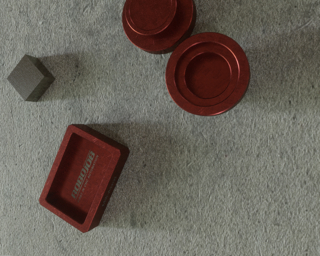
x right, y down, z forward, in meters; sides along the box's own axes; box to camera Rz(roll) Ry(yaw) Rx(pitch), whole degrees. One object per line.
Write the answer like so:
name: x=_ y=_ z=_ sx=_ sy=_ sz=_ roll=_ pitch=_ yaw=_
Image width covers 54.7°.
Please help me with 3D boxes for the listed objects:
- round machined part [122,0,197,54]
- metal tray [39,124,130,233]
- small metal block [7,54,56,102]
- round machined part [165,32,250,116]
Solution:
round machined part: x=-0.005 y=-0.148 z=0.401 sx=0.098 sy=0.042 sz=0.097 roll=0 pitch=90 yaw=19
metal tray: x=-0.109 y=0.070 z=0.443 sx=0.090 sy=0.030 sz=0.129 roll=26 pitch=98 yaw=17
small metal block: x=-0.199 y=-0.076 z=0.477 sx=0.050 sy=0.025 sz=0.050 roll=-46 pitch=76 yaw=14
round machined part: x=0.060 y=-0.063 z=0.379 sx=0.098 sy=0.042 sz=0.097 roll=0 pitch=90 yaw=19
